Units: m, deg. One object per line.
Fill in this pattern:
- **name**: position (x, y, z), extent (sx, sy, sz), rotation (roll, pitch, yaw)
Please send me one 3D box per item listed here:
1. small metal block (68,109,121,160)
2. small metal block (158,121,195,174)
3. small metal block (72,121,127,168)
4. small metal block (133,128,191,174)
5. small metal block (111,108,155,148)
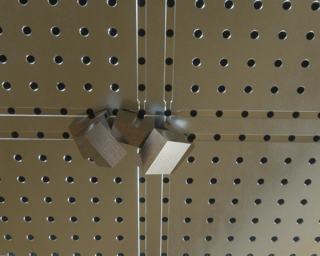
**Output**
- **small metal block**: position (-0.086, 0.009, 0.416), extent (0.050, 0.025, 0.050), rotation (-18, 109, 6)
- **small metal block**: position (0.011, 0.027, 0.424), extent (0.050, 0.025, 0.050), rotation (34, 106, -12)
- **small metal block**: position (-0.074, 0.021, 0.377), extent (0.025, 0.050, 0.050), rotation (-46, 108, -25)
- **small metal block**: position (0.003, 0.030, 0.383), extent (0.050, 0.025, 0.050), rotation (11, 118, -52)
- **small metal block**: position (-0.035, 0.001, 0.400), extent (0.050, 0.050, 0.025), rotation (18, 109, -7)
